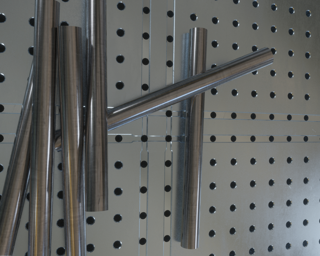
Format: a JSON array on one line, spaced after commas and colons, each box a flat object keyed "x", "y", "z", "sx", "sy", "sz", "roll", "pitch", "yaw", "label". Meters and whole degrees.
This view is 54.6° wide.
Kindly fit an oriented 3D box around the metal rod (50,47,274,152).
[{"x": 0.011, "y": -0.041, "z": 0.395, "sx": 0.302, "sy": 0.025, "sz": 0.025, "roll": -23, "pitch": 98, "yaw": -11, "label": "metal rod"}]

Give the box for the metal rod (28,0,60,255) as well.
[{"x": -0.129, "y": 0.014, "z": 0.343, "sx": 0.025, "sy": 0.025, "sz": 0.298, "roll": 2, "pitch": 96, "yaw": -20, "label": "metal rod"}]

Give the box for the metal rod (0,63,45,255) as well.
[{"x": -0.156, "y": 0.028, "z": 0.355, "sx": 0.025, "sy": 0.025, "sz": 0.299, "roll": 13, "pitch": 86, "yaw": -20, "label": "metal rod"}]

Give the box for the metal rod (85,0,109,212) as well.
[{"x": -0.074, "y": -0.058, "z": 0.360, "sx": 0.025, "sy": 0.025, "sz": 0.299, "roll": 1, "pitch": 80, "yaw": -20, "label": "metal rod"}]

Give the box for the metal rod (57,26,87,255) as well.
[{"x": -0.098, "y": 0.041, "z": 0.351, "sx": 0.025, "sy": 0.025, "sz": 0.298, "roll": -2, "pitch": 100, "yaw": -20, "label": "metal rod"}]

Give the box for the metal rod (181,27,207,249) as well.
[{"x": 0.047, "y": 0.013, "z": 0.429, "sx": 0.025, "sy": 0.025, "sz": 0.298, "roll": 3, "pitch": 89, "yaw": -20, "label": "metal rod"}]
